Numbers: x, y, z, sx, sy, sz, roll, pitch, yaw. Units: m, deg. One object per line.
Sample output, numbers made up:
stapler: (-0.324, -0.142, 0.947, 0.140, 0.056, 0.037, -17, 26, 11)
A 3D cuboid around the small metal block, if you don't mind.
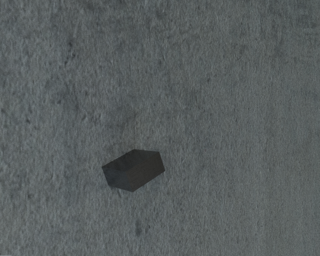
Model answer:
small metal block: (-0.031, 0.048, 0.364, 0.050, 0.050, 0.025, -28, 108, -37)
